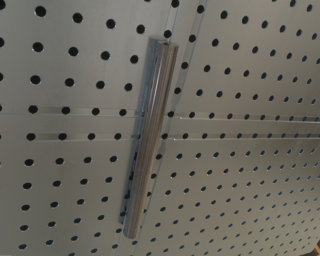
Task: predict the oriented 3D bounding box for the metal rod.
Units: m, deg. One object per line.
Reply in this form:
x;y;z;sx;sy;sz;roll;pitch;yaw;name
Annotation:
-0.018;0.034;0.421;0.025;0.025;0.298;-3;120;-27;metal rod
